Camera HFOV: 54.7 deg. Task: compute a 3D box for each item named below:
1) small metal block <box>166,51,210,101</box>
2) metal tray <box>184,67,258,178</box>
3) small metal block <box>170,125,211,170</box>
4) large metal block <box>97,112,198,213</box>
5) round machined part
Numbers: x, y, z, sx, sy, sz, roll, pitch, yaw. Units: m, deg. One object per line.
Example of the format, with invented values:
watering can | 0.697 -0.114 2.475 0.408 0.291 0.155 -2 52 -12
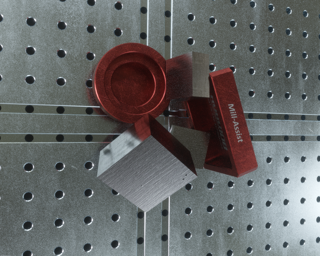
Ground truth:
small metal block | 0.032 -0.059 0.368 0.025 0.050 0.050 0 89 -35
metal tray | 0.074 -0.006 0.407 0.030 0.090 0.129 -19 97 -19
small metal block | 0.037 0.026 0.422 0.050 0.025 0.050 12 90 -9
large metal block | -0.016 0.042 0.370 0.080 0.050 0.080 -38 118 16
round machined part | -0.036 -0.054 0.391 0.099 0.042 0.097 0 90 -21
